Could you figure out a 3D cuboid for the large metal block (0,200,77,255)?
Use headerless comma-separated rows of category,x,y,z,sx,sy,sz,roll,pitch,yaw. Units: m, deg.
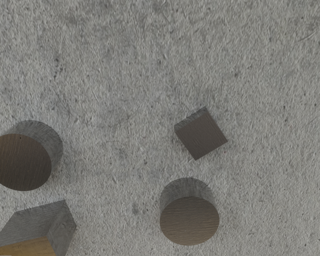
large metal block,-0.174,0.153,0.435,0.080,0.080,0.050,-15,110,5

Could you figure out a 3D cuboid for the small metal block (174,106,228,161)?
small metal block,0.054,0.007,0.413,0.050,0.025,0.050,-33,107,11

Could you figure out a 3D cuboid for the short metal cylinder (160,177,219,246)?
short metal cylinder,0.040,0.118,0.440,0.081,0.050,0.079,0,110,0

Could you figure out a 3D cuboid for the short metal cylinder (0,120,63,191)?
short metal cylinder,-0.175,0.035,0.408,0.081,0.050,0.079,0,110,0
